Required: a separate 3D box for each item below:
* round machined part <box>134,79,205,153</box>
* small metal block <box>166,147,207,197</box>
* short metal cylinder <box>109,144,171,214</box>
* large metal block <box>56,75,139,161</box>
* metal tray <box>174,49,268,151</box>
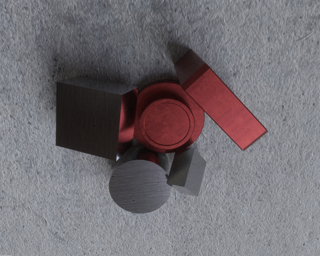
[{"bbox_3d":[0.009,-0.011,0.399,0.099,0.042,0.097,0,110,-1],"label":"round machined part"},{"bbox_3d":[0.037,0.058,0.408,0.025,0.050,0.050,6,158,30],"label":"small metal block"},{"bbox_3d":[-0.026,0.068,0.423,0.081,0.050,0.079,0,110,-1],"label":"short metal cylinder"},{"bbox_3d":[-0.077,-0.014,0.378,0.080,0.050,0.079,13,111,13],"label":"large metal block"},{"bbox_3d":[0.060,-0.038,0.341,0.030,0.130,0.090,-43,105,14],"label":"metal tray"}]
